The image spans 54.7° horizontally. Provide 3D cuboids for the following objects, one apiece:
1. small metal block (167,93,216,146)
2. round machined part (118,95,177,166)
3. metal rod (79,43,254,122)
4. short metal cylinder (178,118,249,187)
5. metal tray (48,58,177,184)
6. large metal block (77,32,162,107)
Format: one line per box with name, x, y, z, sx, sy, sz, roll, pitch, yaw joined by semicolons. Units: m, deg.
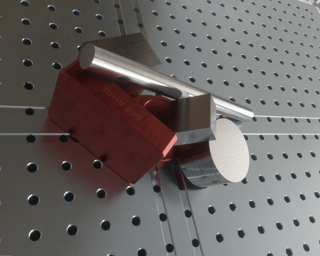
small metal block;0.038;-0.010;0.364;0.025;0.050;0.050;57;32;-47
round machined part;-0.005;-0.003;0.401;0.099;0.042;0.098;14;56;-21
metal rod;0.036;-0.044;0.395;0.302;0.025;0.025;12;54;-45
short metal cylinder;0.069;0.033;0.396;0.081;0.050;0.080;17;64;-39
metal tray;-0.056;-0.003;0.338;0.130;0.090;0.030;40;51;-2
large metal block;-0.057;-0.066;0.381;0.081;0.080;0.050;-23;75;-37
